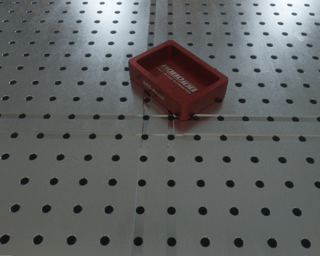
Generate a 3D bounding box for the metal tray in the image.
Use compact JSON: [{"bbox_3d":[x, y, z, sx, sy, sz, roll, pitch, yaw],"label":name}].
[{"bbox_3d":[0.025,-0.077,0.469,0.091,0.030,0.130,-33,57,-24],"label":"metal tray"}]
